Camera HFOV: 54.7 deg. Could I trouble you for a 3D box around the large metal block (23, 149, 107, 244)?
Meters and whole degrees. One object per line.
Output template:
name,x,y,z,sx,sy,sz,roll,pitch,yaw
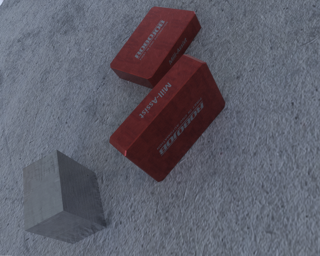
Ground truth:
large metal block,-0.115,0.085,0.377,0.050,0.080,0.080,-29,52,10

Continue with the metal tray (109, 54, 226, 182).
metal tray,0.014,-0.008,0.359,0.130,0.090,0.030,-49,52,-7

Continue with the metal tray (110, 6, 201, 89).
metal tray,-0.007,-0.128,0.483,0.090,0.030,0.130,23,74,36
